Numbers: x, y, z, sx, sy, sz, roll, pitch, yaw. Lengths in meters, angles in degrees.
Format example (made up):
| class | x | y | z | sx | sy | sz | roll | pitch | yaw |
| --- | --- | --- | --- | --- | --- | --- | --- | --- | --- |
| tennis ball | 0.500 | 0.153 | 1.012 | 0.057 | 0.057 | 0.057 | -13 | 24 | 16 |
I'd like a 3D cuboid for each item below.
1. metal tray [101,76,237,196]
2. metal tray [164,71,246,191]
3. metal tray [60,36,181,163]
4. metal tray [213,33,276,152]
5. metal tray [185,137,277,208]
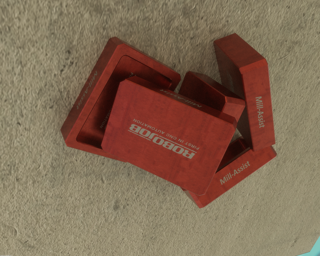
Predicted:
| class | x | y | z | sx | sy | sz | roll | pitch | yaw |
| --- | --- | --- | --- | --- | --- | --- | --- | --- | --- |
| metal tray | 0.007 | 0.007 | 0.345 | 0.130 | 0.030 | 0.089 | 24 | 112 | 9 |
| metal tray | 0.045 | 0.004 | 0.395 | 0.030 | 0.090 | 0.129 | 7 | 116 | -32 |
| metal tray | -0.046 | -0.028 | 0.364 | 0.091 | 0.030 | 0.129 | 22 | 107 | -37 |
| metal tray | 0.109 | -0.044 | 0.397 | 0.030 | 0.090 | 0.129 | -21 | 128 | 1 |
| metal tray | 0.094 | 0.059 | 0.456 | 0.130 | 0.090 | 0.030 | -33 | 94 | -7 |
